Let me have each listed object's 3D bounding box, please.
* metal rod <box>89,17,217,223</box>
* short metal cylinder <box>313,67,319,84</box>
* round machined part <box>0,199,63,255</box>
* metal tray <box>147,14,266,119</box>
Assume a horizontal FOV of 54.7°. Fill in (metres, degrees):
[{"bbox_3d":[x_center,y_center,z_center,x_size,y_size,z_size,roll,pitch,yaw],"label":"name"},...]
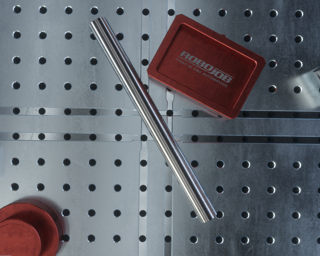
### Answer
[{"bbox_3d":[-0.009,-0.010,0.413,0.025,0.025,0.299,-30,90,0],"label":"metal rod"},{"bbox_3d":[0.244,-0.069,0.387,0.080,0.080,0.050,-30,90,0],"label":"short metal cylinder"},{"bbox_3d":[-0.181,0.146,0.403,0.099,0.042,0.097,0,90,0],"label":"round machined part"},{"bbox_3d":[0.060,-0.079,0.410,0.130,0.030,0.090,28,90,0],"label":"metal tray"}]
